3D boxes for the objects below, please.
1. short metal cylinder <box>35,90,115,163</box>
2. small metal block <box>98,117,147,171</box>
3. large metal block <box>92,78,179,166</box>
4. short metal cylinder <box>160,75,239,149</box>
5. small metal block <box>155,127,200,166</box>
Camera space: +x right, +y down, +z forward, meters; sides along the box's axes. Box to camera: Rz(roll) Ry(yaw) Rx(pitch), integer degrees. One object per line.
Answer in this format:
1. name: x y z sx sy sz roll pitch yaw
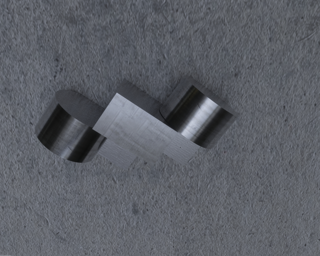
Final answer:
1. short metal cylinder: -0.103 -0.003 0.380 0.080 0.080 0.050 33 107 -12
2. small metal block: -0.052 0.021 0.419 0.050 0.025 0.050 34 107 -12
3. large metal block: -0.027 -0.011 0.378 0.080 0.080 0.050 33 107 -12
4. short metal cylinder: 0.047 -0.020 0.375 0.080 0.080 0.050 34 107 -12
5. small metal block: 0.026 0.015 0.417 0.050 0.025 0.050 34 107 -12
